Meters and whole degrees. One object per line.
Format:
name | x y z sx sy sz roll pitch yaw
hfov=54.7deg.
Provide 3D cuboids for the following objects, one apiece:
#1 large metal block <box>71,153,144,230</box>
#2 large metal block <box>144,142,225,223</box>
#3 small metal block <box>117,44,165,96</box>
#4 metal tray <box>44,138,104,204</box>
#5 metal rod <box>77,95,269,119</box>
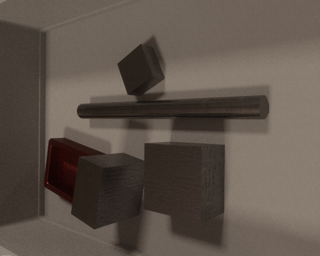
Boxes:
large metal block | -0.068 0.082 0.425 0.050 0.081 0.079 16 100 38
large metal block | 0.028 0.059 0.366 0.080 0.050 0.079 1 91 39
small metal block | -0.027 -0.079 0.427 0.050 0.025 0.050 -31 71 35
metal tray | -0.142 0.074 0.517 0.130 0.030 0.089 15 99 38
metal rod | -0.009 -0.024 0.412 0.300 0.025 0.025 2 91 39
